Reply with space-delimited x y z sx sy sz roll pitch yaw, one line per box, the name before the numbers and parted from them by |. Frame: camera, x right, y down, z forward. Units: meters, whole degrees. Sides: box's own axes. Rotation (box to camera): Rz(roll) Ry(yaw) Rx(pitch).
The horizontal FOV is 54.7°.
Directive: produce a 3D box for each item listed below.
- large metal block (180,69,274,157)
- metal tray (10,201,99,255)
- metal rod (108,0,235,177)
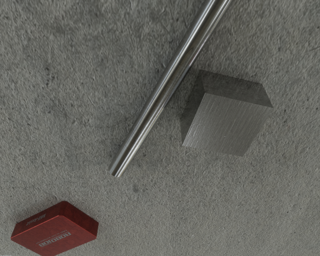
large metal block | 0.076 -0.016 0.378 0.081 0.050 0.079 11 129 -10
metal tray | -0.189 0.187 0.560 0.130 0.030 0.090 -28 125 21
metal rod | 0.002 -0.039 0.373 0.025 0.025 0.298 21 127 -17
